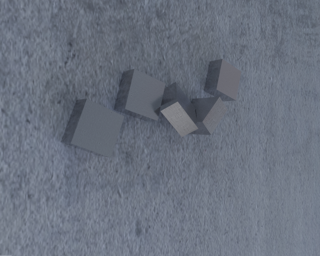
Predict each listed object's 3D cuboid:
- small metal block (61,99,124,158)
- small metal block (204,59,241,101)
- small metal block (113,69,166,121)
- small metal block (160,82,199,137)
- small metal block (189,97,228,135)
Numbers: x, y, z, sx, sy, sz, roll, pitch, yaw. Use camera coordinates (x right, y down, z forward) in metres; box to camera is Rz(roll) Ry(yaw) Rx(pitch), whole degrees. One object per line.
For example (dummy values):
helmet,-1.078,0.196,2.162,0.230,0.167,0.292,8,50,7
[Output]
small metal block,-0.074,0.001,0.344,0.050,0.025,0.050,26,73,-37
small metal block,0.100,-0.075,0.491,0.050,0.025,0.050,21,77,-38
small metal block,-0.025,-0.039,0.386,0.050,0.025,0.050,20,78,-38
small metal block,0.025,-0.025,0.411,0.050,0.025,0.050,50,23,-30
small metal block,0.059,-0.017,0.440,0.050,0.050,0.025,-53,122,-27
